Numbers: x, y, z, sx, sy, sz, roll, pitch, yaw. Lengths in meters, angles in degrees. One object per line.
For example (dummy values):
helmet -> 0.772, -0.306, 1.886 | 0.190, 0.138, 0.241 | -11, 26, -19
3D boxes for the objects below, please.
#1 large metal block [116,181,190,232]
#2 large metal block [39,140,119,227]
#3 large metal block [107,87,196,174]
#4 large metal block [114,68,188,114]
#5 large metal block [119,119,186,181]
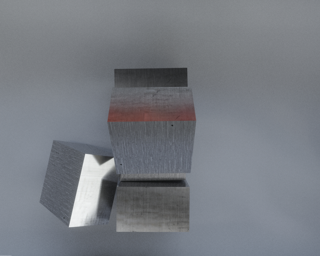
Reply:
large metal block -> -0.008, 0.090, 0.382 | 0.081, 0.080, 0.050 | 0, 90, -1
large metal block -> -0.096, 0.064, 0.373 | 0.050, 0.080, 0.080 | 12, 91, -43
large metal block -> -0.007, 0.004, 0.326 | 0.081, 0.079, 0.050 | -1, 45, -1
large metal block -> -0.010, -0.041, 0.381 | 0.081, 0.080, 0.050 | -1, 90, -1
large metal block -> -0.010, 0.024, 0.399 | 0.081, 0.050, 0.079 | -1, 90, -1
